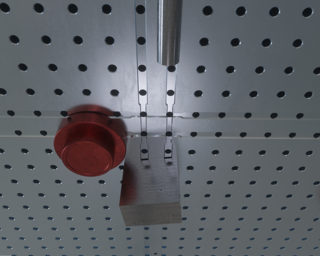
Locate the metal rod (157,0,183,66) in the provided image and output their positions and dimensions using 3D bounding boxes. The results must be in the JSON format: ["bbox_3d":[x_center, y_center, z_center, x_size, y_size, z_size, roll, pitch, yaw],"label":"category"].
[{"bbox_3d":[0.011,-0.189,0.250,0.025,0.025,0.298,0,130,-1],"label":"metal rod"}]

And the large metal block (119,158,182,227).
[{"bbox_3d":[-0.012,0.093,0.455,0.080,0.080,0.050,-5,130,4],"label":"large metal block"}]

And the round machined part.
[{"bbox_3d":[-0.096,0.030,0.425,0.099,0.042,0.097,0,130,0],"label":"round machined part"}]
